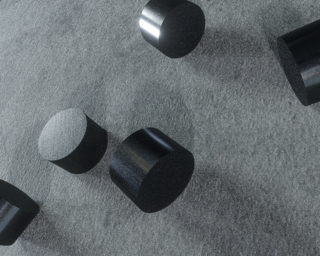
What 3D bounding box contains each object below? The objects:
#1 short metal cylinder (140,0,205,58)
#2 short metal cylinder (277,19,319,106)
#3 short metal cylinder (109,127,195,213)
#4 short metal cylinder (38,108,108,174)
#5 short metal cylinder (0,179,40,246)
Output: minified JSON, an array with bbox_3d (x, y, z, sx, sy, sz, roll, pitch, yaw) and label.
[{"bbox_3d":[0.018,-0.148,0.449,0.080,0.080,0.050,-43,51,-2],"label":"short metal cylinder"},{"bbox_3d":[0.163,-0.069,0.325,0.050,0.080,0.080,-22,54,15],"label":"short metal cylinder"},{"bbox_3d":[-0.008,0.046,0.343,0.050,0.080,0.080,35,81,38],"label":"short metal cylinder"},{"bbox_3d":[-0.122,0.019,0.438,0.080,0.050,0.080,-13,56,20],"label":"short metal cylinder"},{"bbox_3d":[-0.210,0.109,0.410,0.080,0.080,0.050,30,78,37],"label":"short metal cylinder"}]
